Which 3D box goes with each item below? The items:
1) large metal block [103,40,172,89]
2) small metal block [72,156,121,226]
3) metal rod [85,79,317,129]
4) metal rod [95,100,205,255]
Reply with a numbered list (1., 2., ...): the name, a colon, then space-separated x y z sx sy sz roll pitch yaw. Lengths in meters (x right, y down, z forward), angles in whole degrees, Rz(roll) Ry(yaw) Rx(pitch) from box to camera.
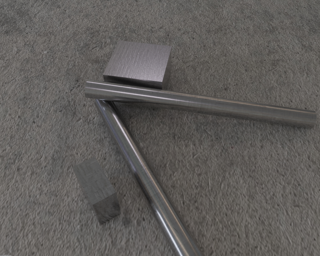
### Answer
1. large metal block: -0.029 -0.080 0.454 0.080 0.050 0.080 8 50 6
2. small metal block: -0.067 0.067 0.330 0.025 0.050 0.050 -26 55 -20
3. metal rod: 0.054 -0.032 0.412 0.302 0.025 0.025 8 50 -1
4. metal rod: -0.011 0.065 0.348 0.025 0.025 0.300 -22 53 -17
